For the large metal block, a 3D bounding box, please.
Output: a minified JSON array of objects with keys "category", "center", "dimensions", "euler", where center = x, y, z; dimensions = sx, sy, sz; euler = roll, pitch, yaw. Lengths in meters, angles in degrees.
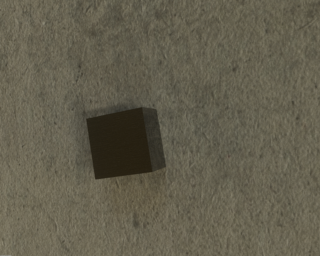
[{"category":"large metal block","center":[-0.044,0.020,0.412],"dimensions":[0.080,0.050,0.080],"euler":[-10,87,19]}]
